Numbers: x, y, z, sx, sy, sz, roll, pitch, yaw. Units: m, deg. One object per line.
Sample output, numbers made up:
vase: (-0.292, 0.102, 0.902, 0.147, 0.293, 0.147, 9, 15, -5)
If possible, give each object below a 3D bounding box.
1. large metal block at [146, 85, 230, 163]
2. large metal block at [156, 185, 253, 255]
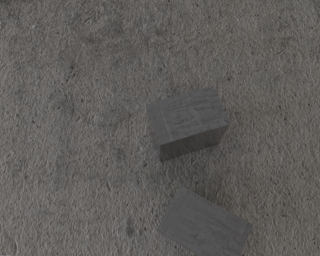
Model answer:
large metal block: (0.031, -0.002, 0.380, 0.081, 0.080, 0.050, -17, 71, -6)
large metal block: (0.044, 0.110, 0.339, 0.080, 0.080, 0.050, 27, 73, 9)
